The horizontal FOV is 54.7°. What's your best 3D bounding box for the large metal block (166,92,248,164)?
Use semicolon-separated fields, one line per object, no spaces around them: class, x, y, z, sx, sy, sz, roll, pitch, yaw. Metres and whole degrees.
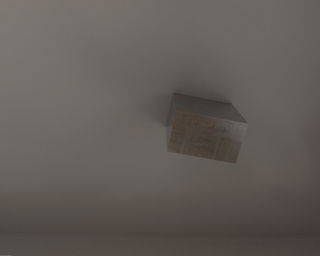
large metal block;0.052;-0.003;0.382;0.081;0.080;0.050;10;110;-4
